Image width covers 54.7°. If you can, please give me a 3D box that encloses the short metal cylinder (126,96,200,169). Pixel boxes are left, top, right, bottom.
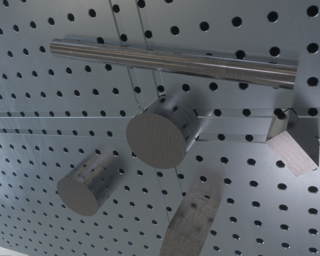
[{"bbox_3d":[0.004,0.005,0.396,0.080,0.050,0.079,13,124,21],"label":"short metal cylinder"}]

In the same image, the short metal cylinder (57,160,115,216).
[{"bbox_3d":[-0.125,0.101,0.524,0.080,0.050,0.079,13,124,21],"label":"short metal cylinder"}]

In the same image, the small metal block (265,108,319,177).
[{"bbox_3d":[0.142,0.015,0.329,0.050,0.050,0.025,47,129,-5],"label":"small metal block"}]

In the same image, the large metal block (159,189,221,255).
[{"bbox_3d":[0.042,0.150,0.447,0.050,0.080,0.079,22,127,15],"label":"large metal block"}]

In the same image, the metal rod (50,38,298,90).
[{"bbox_3d":[-0.002,-0.079,0.363,0.301,0.025,0.025,12,124,21],"label":"metal rod"}]
